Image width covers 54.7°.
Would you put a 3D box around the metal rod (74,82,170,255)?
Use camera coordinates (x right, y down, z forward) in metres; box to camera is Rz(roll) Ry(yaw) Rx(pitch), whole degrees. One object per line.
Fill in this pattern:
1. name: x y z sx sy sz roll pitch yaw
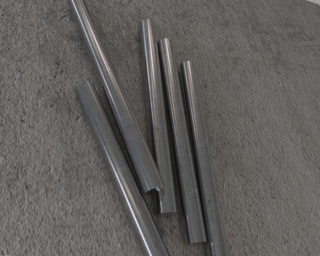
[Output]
1. metal rod: -0.030 0.078 0.339 0.025 0.025 0.299 -15 69 -34

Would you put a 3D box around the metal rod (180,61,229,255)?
1. metal rod: 0.055 0.033 0.412 0.025 0.025 0.299 9 58 -24

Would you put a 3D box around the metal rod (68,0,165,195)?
1. metal rod: -0.064 -0.058 0.394 0.025 0.025 0.299 -10 64 -32

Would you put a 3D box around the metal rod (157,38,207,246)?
1. metal rod: 0.024 -0.001 0.417 0.025 0.025 0.299 7 59 -25

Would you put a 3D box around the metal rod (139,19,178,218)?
1. metal rod: -0.006 -0.033 0.419 0.025 0.025 0.299 8 58 -24
